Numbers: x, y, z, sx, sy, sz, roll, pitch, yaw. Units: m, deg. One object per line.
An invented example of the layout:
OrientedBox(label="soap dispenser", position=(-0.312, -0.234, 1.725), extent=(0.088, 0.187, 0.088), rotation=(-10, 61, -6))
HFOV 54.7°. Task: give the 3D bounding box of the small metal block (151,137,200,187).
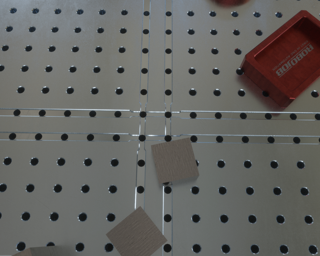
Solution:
OrientedBox(label="small metal block", position=(0.018, 0.044, 0.396), extent=(0.050, 0.025, 0.050), rotation=(-11, 71, -5))

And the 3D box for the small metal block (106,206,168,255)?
OrientedBox(label="small metal block", position=(-0.027, 0.129, 0.364), extent=(0.050, 0.025, 0.050), rotation=(-38, 75, -13))

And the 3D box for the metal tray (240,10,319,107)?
OrientedBox(label="metal tray", position=(0.195, -0.102, 0.448), extent=(0.130, 0.030, 0.090), rotation=(-39, 75, -13))

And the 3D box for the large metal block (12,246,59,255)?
OrientedBox(label="large metal block", position=(-0.151, 0.165, 0.320), extent=(0.080, 0.080, 0.050), rotation=(-23, 72, -8))
